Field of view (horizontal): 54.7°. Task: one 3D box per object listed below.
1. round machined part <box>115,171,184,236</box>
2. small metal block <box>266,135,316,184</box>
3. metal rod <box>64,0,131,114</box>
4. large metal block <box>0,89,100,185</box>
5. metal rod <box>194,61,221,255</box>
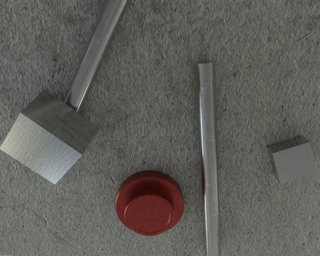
[{"bbox_3d":[-0.014,0.114,0.442,0.099,0.042,0.097,0,110,-1],"label":"round machined part"},{"bbox_3d":[0.182,0.044,0.429,0.050,0.025,0.050,-18,109,6],"label":"small metal block"},{"bbox_3d":[-0.049,-0.144,0.355,0.025,0.025,0.298,26,108,-10],"label":"metal rod"},{"bbox_3d":[-0.137,0.013,0.385,0.080,0.050,0.080,38,128,-13],"label":"large metal block"},{"bbox_3d":[0.069,0.058,0.432,0.025,0.025,0.298,-5,110,1],"label":"metal rod"}]
